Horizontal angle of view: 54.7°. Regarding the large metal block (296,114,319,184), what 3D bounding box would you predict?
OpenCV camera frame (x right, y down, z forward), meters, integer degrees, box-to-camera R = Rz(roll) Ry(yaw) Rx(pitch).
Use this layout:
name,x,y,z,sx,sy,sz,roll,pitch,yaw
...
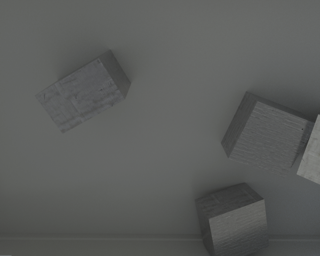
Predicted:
name,x,y,z,sx,sy,sz,roll,pitch,yaw
large metal block,0.222,0.024,0.387,0.050,0.081,0.079,26,115,36

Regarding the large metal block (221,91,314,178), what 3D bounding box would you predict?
name,x,y,z,sx,sy,sz,roll,pitch,yaw
large metal block,0.137,0.008,0.403,0.080,0.050,0.079,20,109,-8

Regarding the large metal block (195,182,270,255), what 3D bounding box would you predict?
name,x,y,z,sx,sy,sz,roll,pitch,yaw
large metal block,0.102,0.135,0.439,0.081,0.050,0.079,-16,110,-10

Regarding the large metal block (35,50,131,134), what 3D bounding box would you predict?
name,x,y,z,sx,sy,sz,roll,pitch,yaw
large metal block,-0.085,-0.046,0.364,0.080,0.080,0.050,-28,108,9
